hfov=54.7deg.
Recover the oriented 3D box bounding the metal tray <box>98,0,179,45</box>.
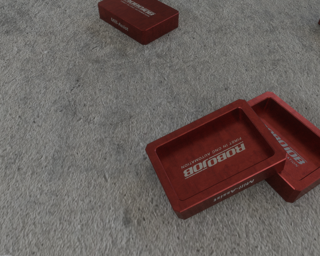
[{"bbox_3d":[-0.041,-0.211,0.577,0.091,0.030,0.130,-37,59,-27],"label":"metal tray"}]

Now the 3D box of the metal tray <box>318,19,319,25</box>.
[{"bbox_3d":[0.359,-0.173,0.547,0.091,0.030,0.130,-13,51,-11],"label":"metal tray"}]

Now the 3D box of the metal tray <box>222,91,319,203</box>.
[{"bbox_3d":[0.148,0.017,0.386,0.091,0.030,0.130,-26,55,-20],"label":"metal tray"}]

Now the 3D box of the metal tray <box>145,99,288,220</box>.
[{"bbox_3d":[0.060,0.032,0.349,0.131,0.030,0.090,-26,56,-2],"label":"metal tray"}]
